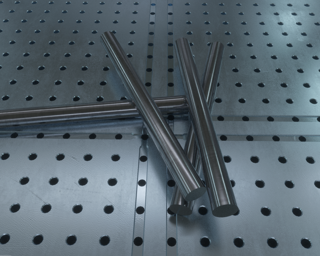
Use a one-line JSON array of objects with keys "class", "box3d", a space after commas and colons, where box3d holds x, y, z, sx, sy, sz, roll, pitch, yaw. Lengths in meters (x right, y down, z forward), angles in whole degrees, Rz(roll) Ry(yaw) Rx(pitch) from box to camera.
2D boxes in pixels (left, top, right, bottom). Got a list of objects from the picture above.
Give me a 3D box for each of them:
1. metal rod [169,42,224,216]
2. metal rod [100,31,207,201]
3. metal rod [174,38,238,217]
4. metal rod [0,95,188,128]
[{"class": "metal rod", "box3d": [0.059, -0.023, 0.427, 0.025, 0.025, 0.300, 11, 51, 9]}, {"class": "metal rod", "box3d": [-0.023, -0.037, 0.405, 0.025, 0.025, 0.300, -19, 52, -15]}, {"class": "metal rod", "box3d": [0.049, -0.028, 0.398, 0.025, 0.025, 0.300, -4, 46, -3]}, {"class": "metal rod", "box3d": [-0.110, -0.021, 0.425, 0.302, 0.025, 0.025, -5, 50, -4]}]
